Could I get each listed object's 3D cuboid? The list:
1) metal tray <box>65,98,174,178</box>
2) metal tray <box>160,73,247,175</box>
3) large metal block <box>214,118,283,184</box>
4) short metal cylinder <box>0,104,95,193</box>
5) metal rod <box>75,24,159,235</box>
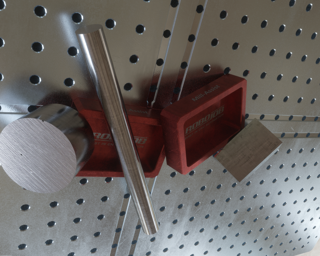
[{"bbox_3d":[-0.051,0.017,0.390,0.131,0.030,0.089,7,115,-32],"label":"metal tray"},{"bbox_3d":[0.063,-0.008,0.413,0.131,0.030,0.089,-31,131,-30],"label":"metal tray"},{"bbox_3d":[0.132,0.038,0.468,0.080,0.050,0.080,-44,160,2],"label":"large metal block"},{"bbox_3d":[-0.115,0.020,0.321,0.080,0.050,0.079,3,110,8],"label":"short metal cylinder"},{"bbox_3d":[-0.039,0.028,0.368,0.025,0.025,0.298,-23,127,-15],"label":"metal rod"}]
